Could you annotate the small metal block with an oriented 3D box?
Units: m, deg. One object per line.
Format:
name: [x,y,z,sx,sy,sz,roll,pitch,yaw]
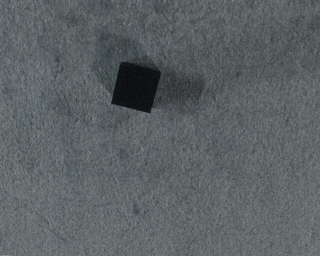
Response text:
small metal block: [-0.030,-0.051,0.391,0.050,0.025,0.050,14,110,-5]
